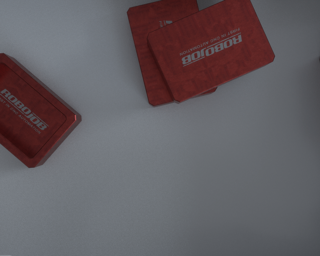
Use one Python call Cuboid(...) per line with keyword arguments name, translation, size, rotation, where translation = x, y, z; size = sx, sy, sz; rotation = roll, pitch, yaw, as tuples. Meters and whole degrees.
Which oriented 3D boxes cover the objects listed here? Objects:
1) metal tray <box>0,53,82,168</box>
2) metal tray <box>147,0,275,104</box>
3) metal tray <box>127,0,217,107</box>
Cuboid(name="metal tray", translation=(-0.182, -0.022, 0.406), size=(0.130, 0.030, 0.090), rotation=(41, 90, -1))
Cuboid(name="metal tray", translation=(0.060, -0.095, 0.379), size=(0.131, 0.030, 0.090), rotation=(-24, 90, -1))
Cuboid(name="metal tray", translation=(0.016, -0.100, 0.409), size=(0.091, 0.030, 0.129), rotation=(-14, 90, -1))
